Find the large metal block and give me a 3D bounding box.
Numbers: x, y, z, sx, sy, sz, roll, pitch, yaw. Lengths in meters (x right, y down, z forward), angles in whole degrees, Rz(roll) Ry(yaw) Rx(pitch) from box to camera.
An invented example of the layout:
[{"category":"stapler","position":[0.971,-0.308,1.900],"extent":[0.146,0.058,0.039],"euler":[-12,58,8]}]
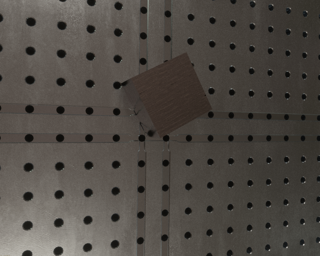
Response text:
[{"category":"large metal block","position":[0.008,-0.041,0.403],"extent":[0.080,0.050,0.080],"euler":[-29,100,-18]}]
